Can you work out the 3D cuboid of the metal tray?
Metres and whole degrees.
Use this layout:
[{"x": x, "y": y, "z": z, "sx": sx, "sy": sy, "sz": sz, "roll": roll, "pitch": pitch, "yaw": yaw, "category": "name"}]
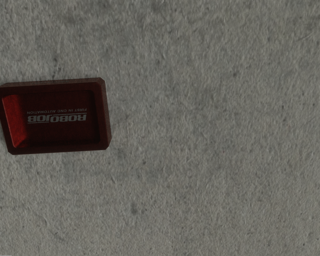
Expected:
[{"x": -0.134, "y": -0.015, "z": 0.399, "sx": 0.131, "sy": 0.030, "sz": 0.089, "roll": -3, "pitch": 110, "yaw": 0, "category": "metal tray"}]
